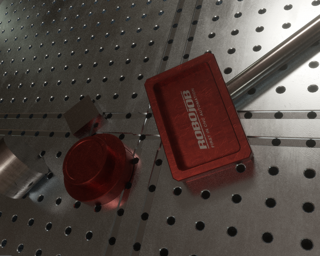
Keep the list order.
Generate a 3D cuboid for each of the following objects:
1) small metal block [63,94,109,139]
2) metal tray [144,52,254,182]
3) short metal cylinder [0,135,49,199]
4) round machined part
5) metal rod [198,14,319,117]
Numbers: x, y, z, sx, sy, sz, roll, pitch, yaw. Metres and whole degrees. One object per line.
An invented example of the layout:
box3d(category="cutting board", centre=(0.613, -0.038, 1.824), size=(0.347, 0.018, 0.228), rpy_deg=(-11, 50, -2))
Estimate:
box3d(category="small metal block", centre=(-0.114, -0.015, 0.476), size=(0.050, 0.025, 0.050), rpy_deg=(-38, 51, 2))
box3d(category="metal tray", centre=(0.043, -0.012, 0.362), size=(0.090, 0.030, 0.129), rpy_deg=(-22, 73, 15))
box3d(category="short metal cylinder", centre=(-0.210, 0.055, 0.447), size=(0.050, 0.080, 0.080), rpy_deg=(-45, 51, -3))
box3d(category="round machined part", centre=(-0.088, 0.050, 0.412), size=(0.098, 0.042, 0.098), rpy_deg=(-13, 56, 20))
box3d(category="metal rod", centre=(0.172, -0.106, 0.382), size=(0.300, 0.025, 0.025), rpy_deg=(-36, 51, 3))
